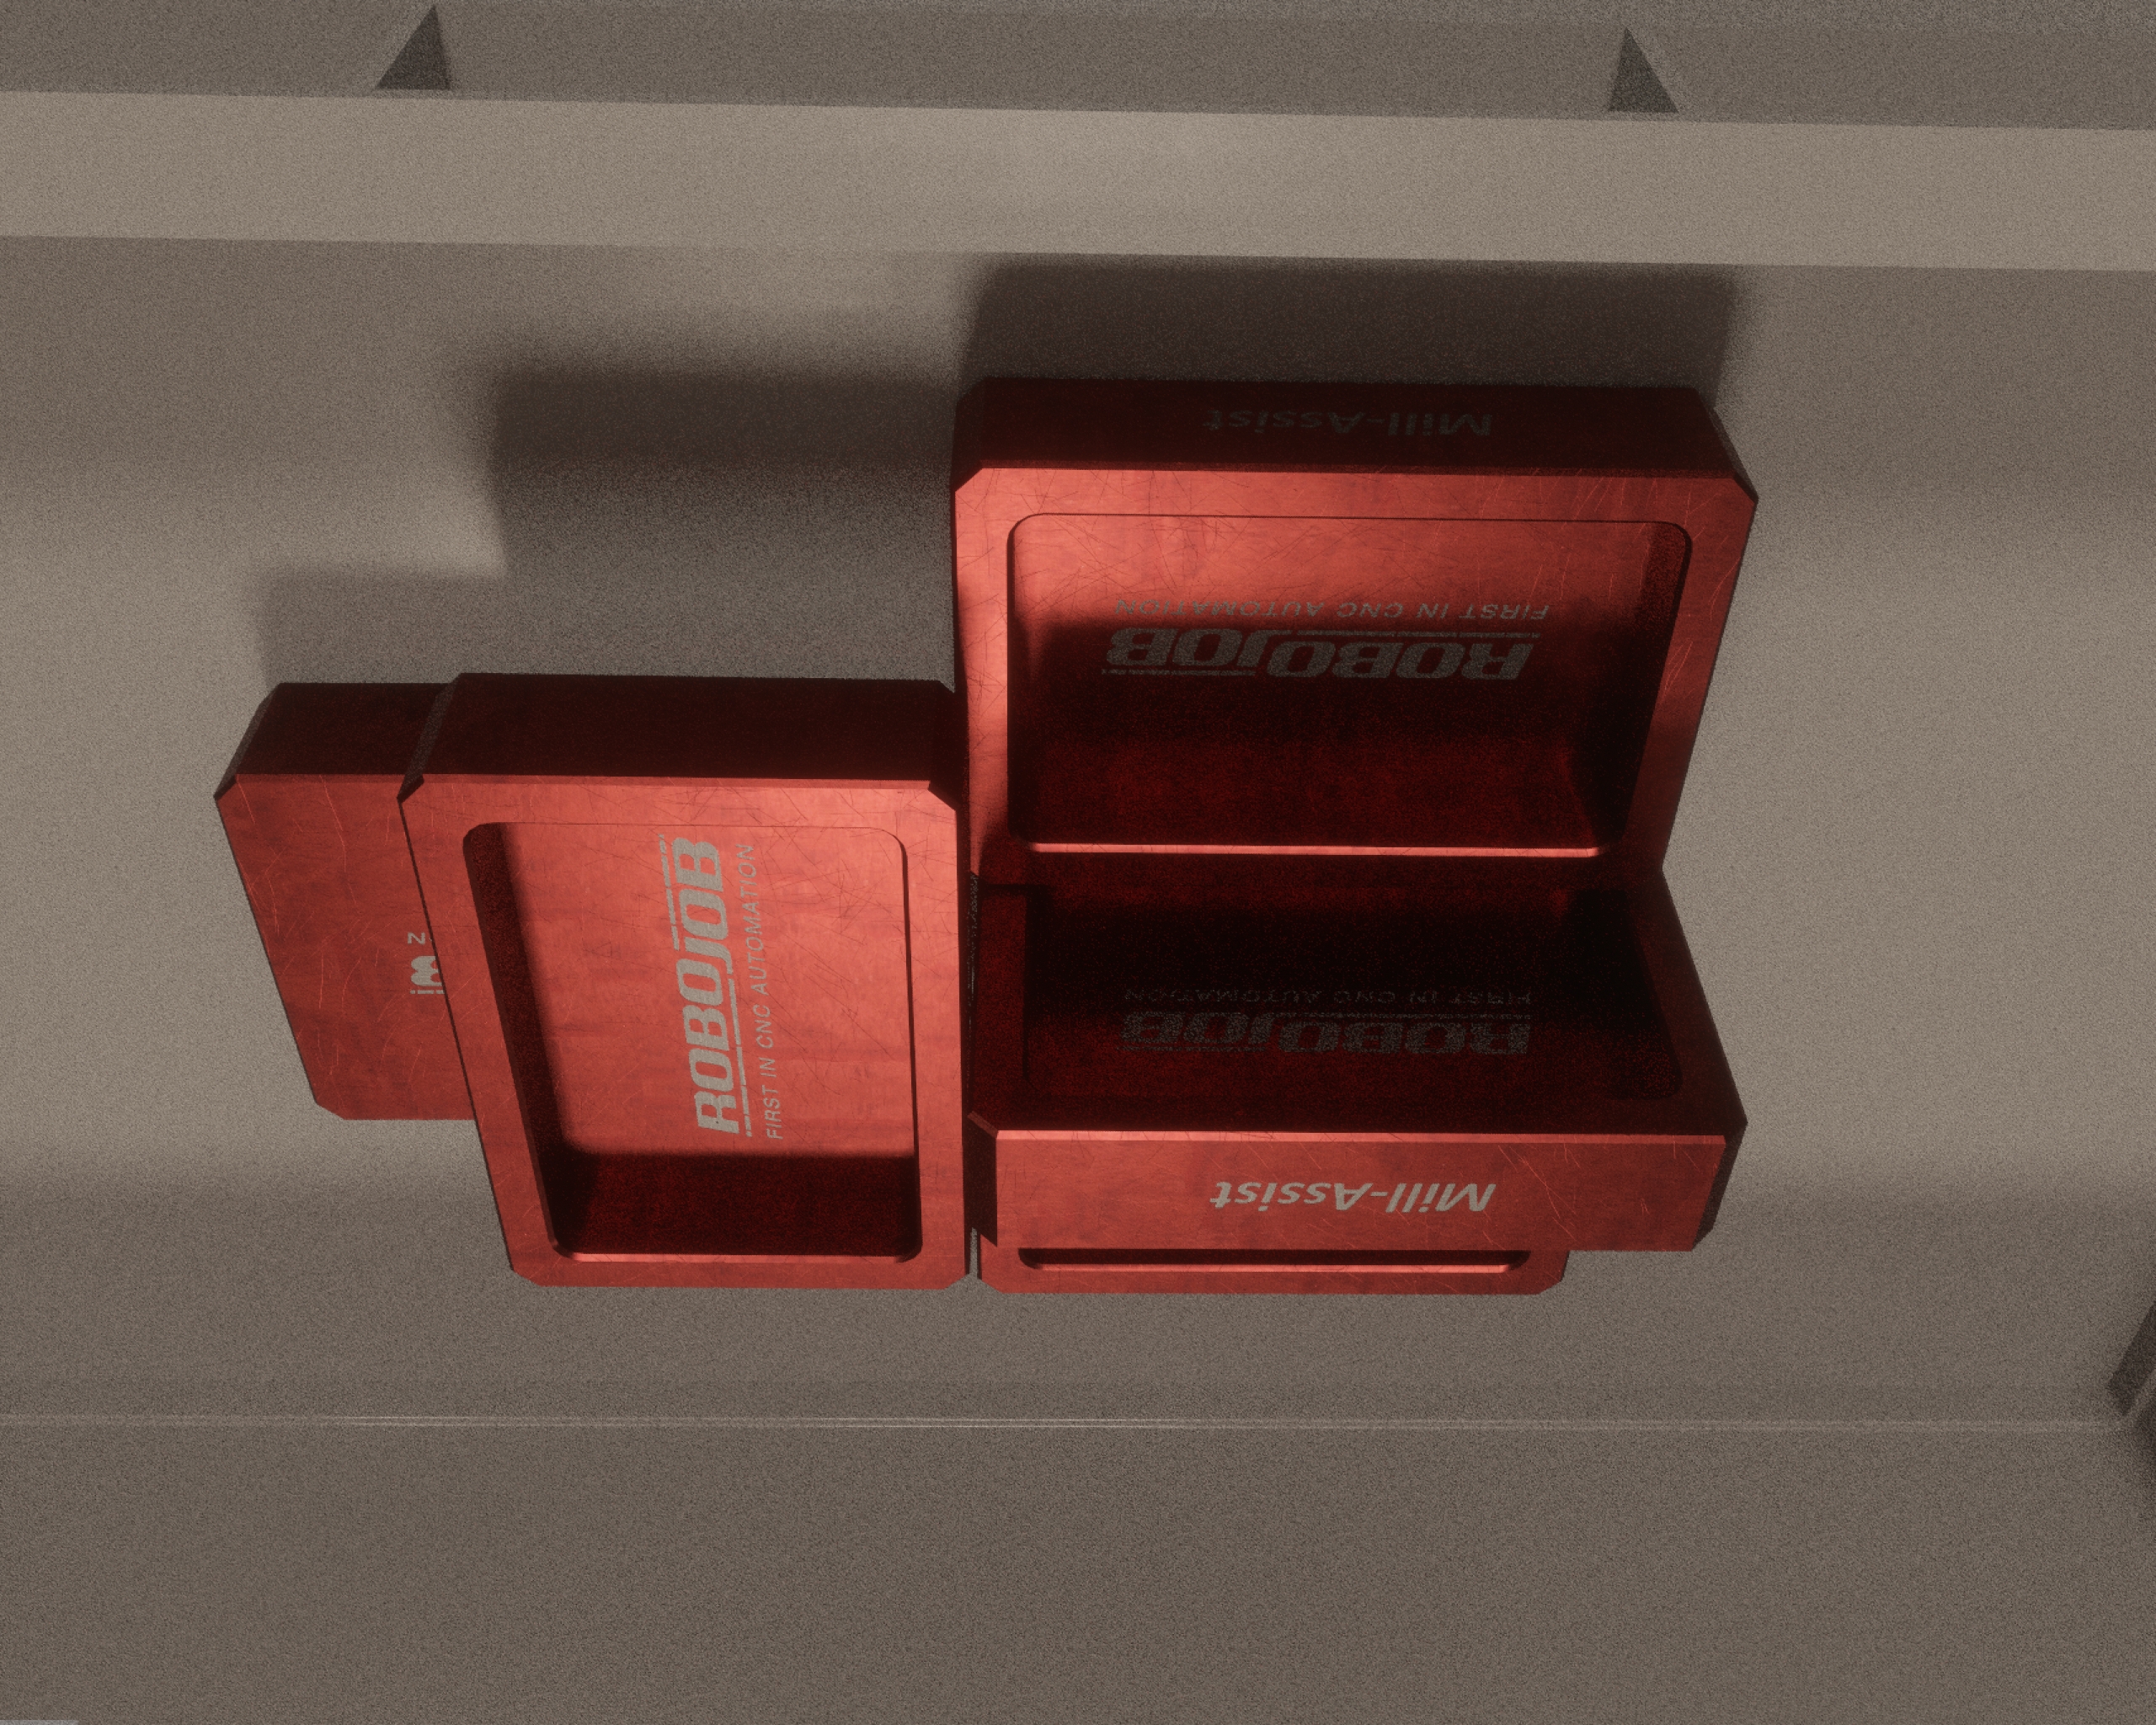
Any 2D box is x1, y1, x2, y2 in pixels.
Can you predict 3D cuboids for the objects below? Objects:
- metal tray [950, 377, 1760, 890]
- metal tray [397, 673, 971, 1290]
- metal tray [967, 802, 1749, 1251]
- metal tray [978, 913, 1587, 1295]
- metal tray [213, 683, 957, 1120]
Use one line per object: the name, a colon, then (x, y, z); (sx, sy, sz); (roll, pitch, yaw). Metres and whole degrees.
metal tray: (0.044, -0.038, 0.372); (0.131, 0.030, 0.089); (0, 130, -1)
metal tray: (-0.065, 0.027, 0.385); (0.091, 0.030, 0.129); (1, 130, -1)
metal tray: (0.047, 0.028, 0.387); (0.131, 0.090, 0.030); (1, 130, -1)
metal tray: (0.044, 0.054, 0.450); (0.131, 0.030, 0.089); (0, 130, -1)
metal tray: (-0.089, 0.010, 0.409); (0.131, 0.030, 0.089); (0, 130, -1)
